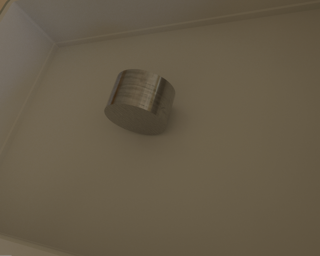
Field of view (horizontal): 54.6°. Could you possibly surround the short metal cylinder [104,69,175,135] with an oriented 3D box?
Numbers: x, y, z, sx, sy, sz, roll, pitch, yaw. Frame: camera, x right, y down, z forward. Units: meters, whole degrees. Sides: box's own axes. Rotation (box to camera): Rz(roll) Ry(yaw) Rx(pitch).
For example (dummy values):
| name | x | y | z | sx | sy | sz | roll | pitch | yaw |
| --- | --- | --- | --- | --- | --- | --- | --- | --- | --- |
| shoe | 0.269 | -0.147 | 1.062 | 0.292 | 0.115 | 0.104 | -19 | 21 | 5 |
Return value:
| name | x | y | z | sx | sy | sz | roll | pitch | yaw |
| --- | --- | --- | --- | --- | --- | --- | --- | --- | --- |
| short metal cylinder | -0.025 | -0.031 | 0.400 | 0.080 | 0.080 | 0.050 | 2 | 63 | 29 |
